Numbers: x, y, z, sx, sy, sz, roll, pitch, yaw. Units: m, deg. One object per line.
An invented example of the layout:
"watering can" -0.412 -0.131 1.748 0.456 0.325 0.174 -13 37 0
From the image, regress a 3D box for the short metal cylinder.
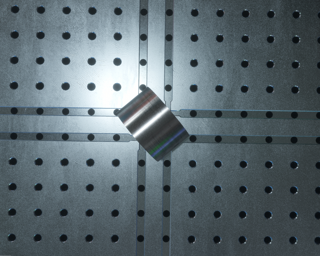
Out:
"short metal cylinder" -0.009 -0.005 0.385 0.050 0.080 0.080 -40 91 0
